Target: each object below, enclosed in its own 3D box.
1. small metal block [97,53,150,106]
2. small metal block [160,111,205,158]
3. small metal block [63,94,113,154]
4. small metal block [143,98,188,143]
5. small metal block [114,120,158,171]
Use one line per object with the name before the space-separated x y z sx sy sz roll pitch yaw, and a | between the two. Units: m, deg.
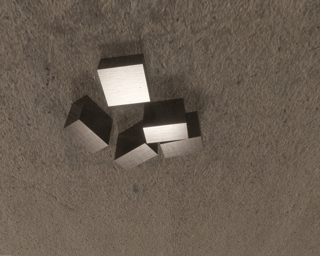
small metal block | -0.040 -0.055 0.360 0.050 0.025 0.050 -6 130 5
small metal block | 0.027 0.008 0.398 0.050 0.050 0.025 -12 129 9
small metal block | -0.087 -0.005 0.385 0.025 0.050 0.050 -28 125 21
small metal block | 0.007 -0.010 0.383 0.050 0.050 0.025 -7 130 5
small metal block | -0.031 0.021 0.408 0.050 0.050 0.025 -30 124 23
